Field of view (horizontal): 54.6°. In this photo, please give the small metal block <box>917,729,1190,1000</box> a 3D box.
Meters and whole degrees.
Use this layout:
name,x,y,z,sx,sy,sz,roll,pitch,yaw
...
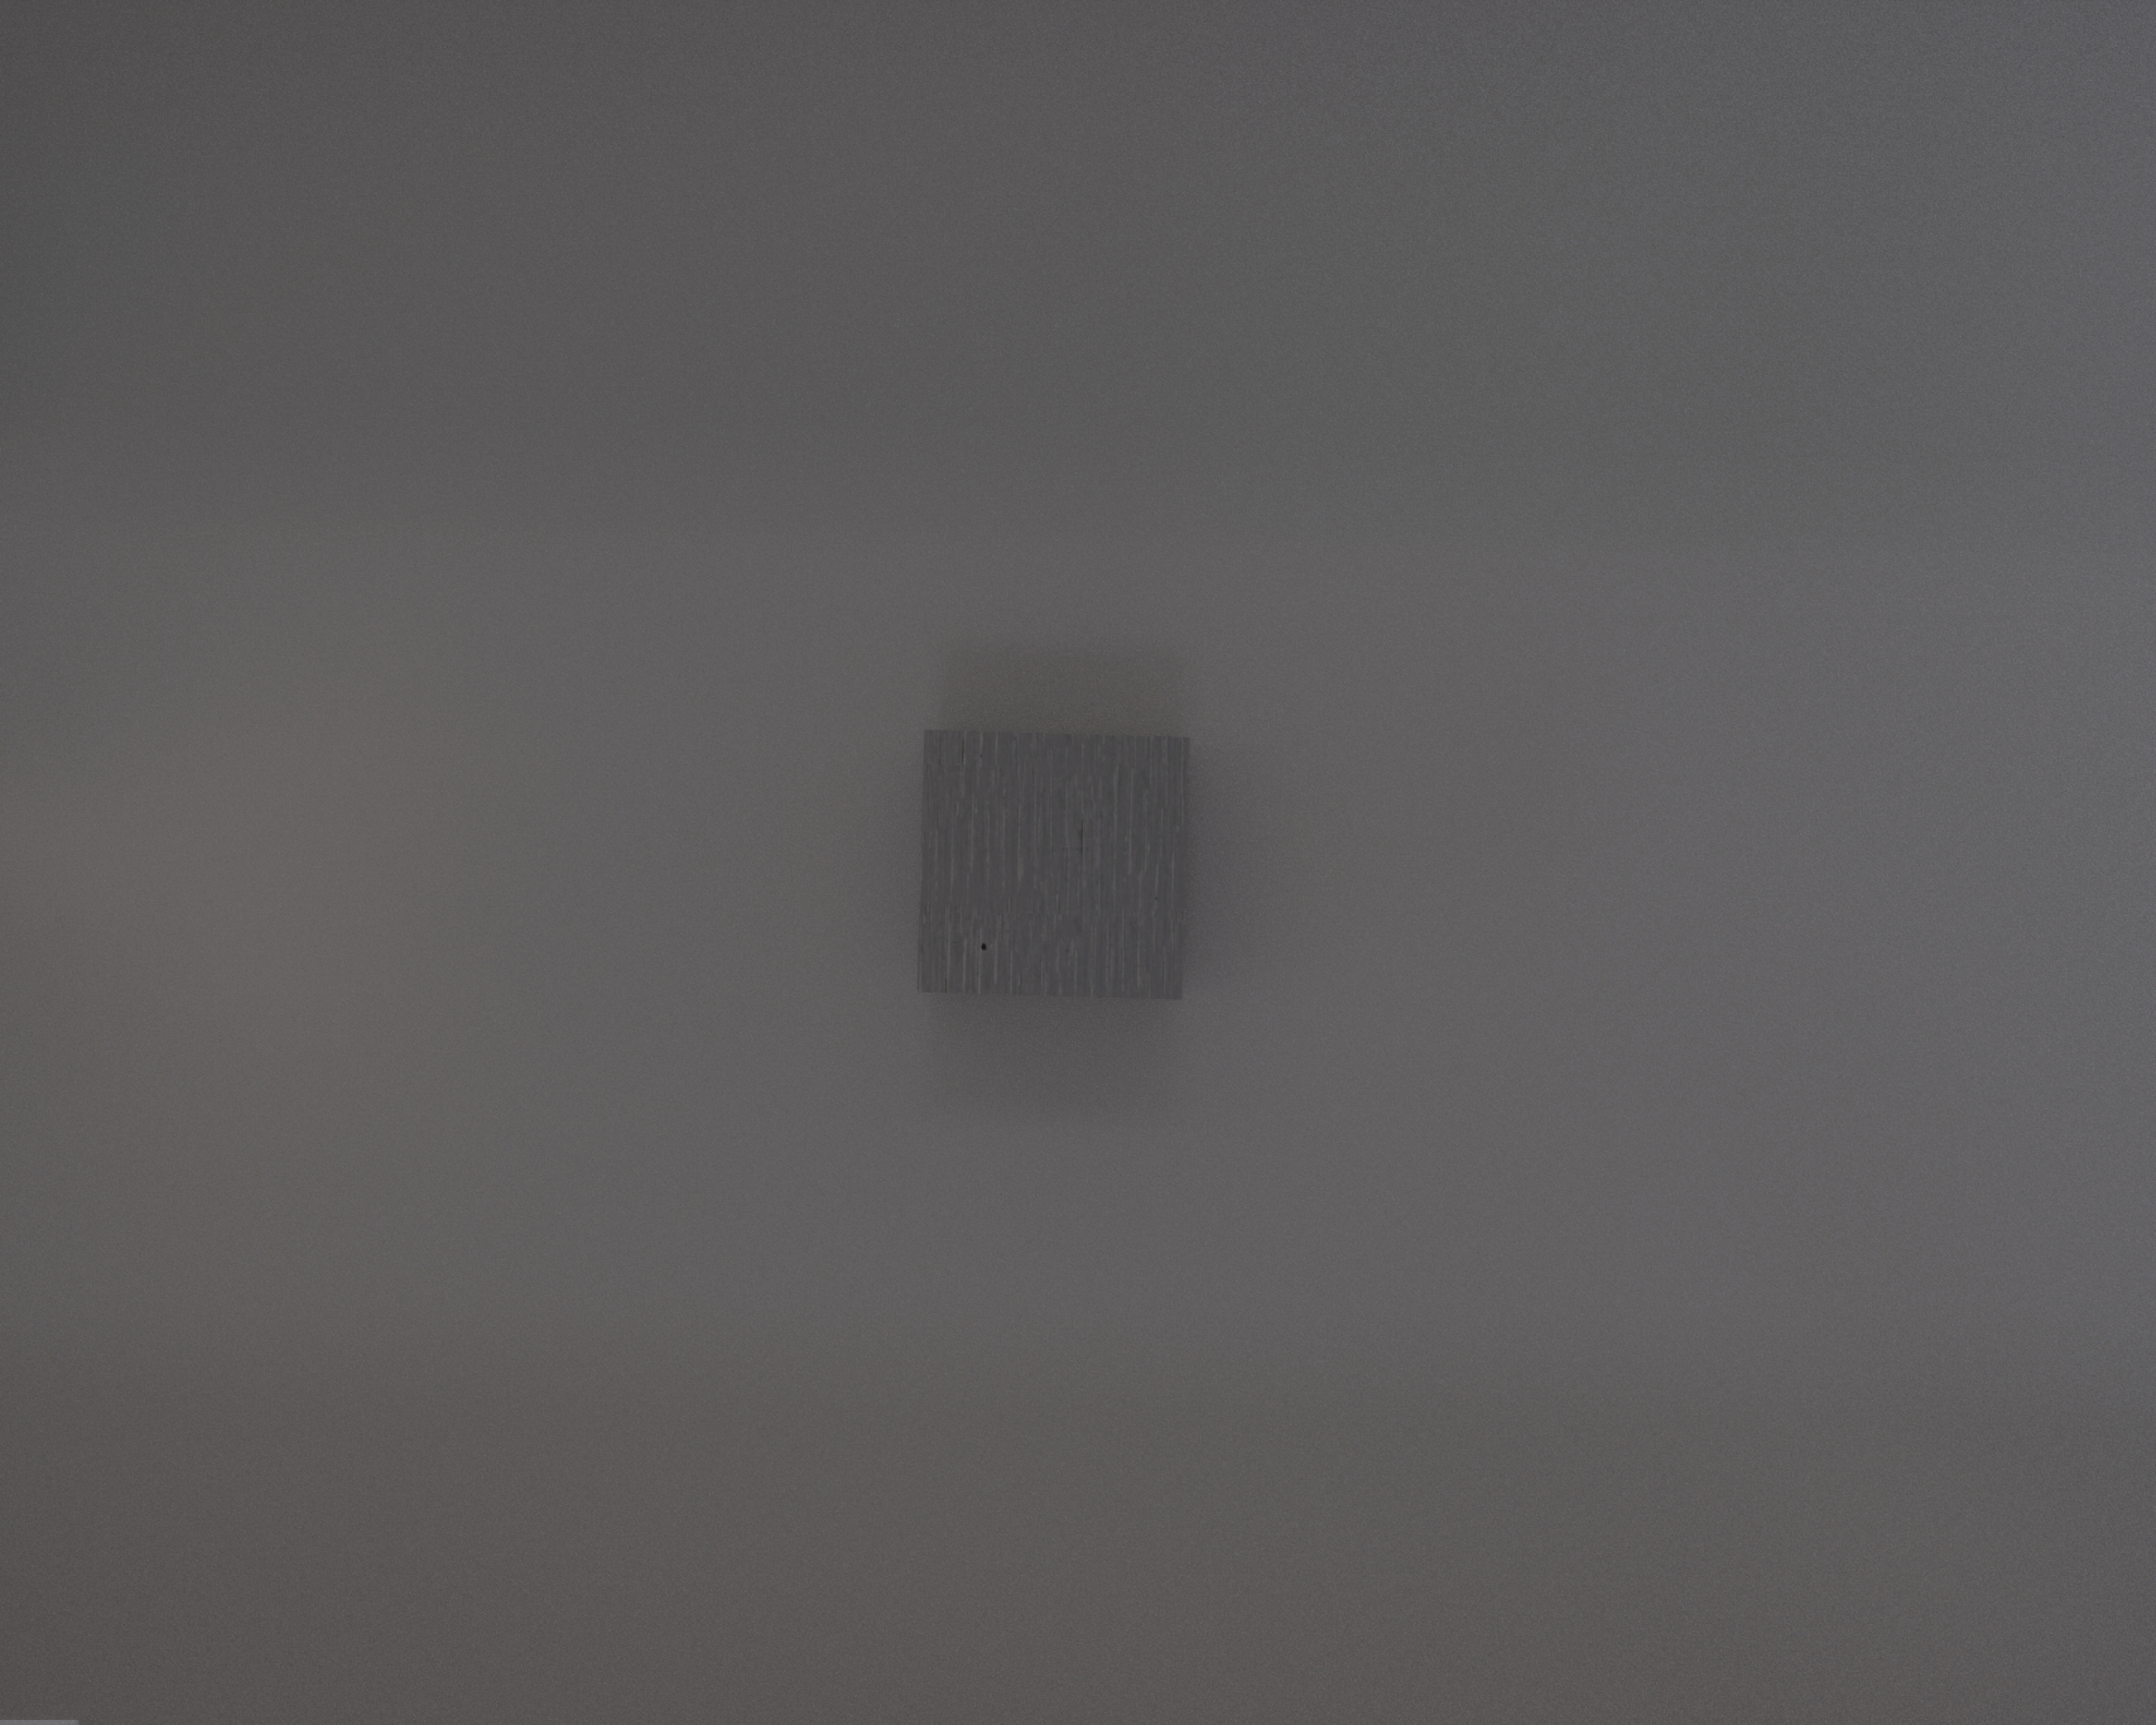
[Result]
name,x,y,z,sx,sy,sz,roll,pitch,yaw
small metal block,-0.005,0.000,0.408,0.050,0.025,0.050,2,90,0
